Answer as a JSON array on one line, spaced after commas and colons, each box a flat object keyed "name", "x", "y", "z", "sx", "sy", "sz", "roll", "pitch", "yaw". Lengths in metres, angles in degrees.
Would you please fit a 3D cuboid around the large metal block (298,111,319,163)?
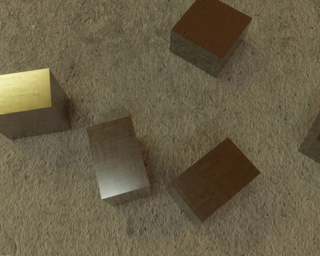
[{"name": "large metal block", "x": 0.239, "y": 0.012, "z": 0.392, "sx": 0.080, "sy": 0.050, "sz": 0.080, "roll": 32, "pitch": 73, "yaw": 11}]

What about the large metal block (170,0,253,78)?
[{"name": "large metal block", "x": 0.071, "y": -0.133, "z": 0.444, "sx": 0.080, "sy": 0.050, "sz": 0.080, "roll": 33, "pitch": 73, "yaw": 11}]

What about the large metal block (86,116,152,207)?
[{"name": "large metal block", "x": -0.045, "y": 0.042, "z": 0.363, "sx": 0.050, "sy": 0.080, "sz": 0.080, "roll": -15, "pitch": 71, "yaw": -5}]

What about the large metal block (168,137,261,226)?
[{"name": "large metal block", "x": 0.057, "y": 0.065, "z": 0.356, "sx": 0.080, "sy": 0.080, "sz": 0.050, "roll": -36, "pitch": 74, "yaw": -12}]

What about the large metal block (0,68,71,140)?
[{"name": "large metal block", "x": -0.165, "y": -0.027, "z": 0.387, "sx": 0.081, "sy": 0.080, "sz": 0.050, "roll": -9, "pitch": 71, "yaw": -4}]
